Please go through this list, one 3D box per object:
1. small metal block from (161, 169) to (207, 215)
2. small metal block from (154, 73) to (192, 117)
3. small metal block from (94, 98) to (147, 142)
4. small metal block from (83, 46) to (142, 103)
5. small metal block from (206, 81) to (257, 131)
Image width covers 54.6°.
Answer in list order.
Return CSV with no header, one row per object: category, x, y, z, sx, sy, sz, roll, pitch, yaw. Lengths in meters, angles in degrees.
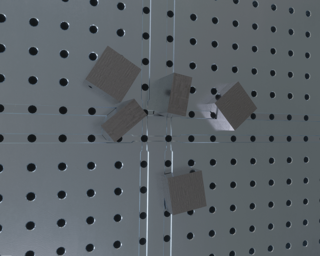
small metal block,0.033,0.086,0.424,0.050,0.025,0.050,-9,93,-20
small metal block,0.016,-0.041,0.405,0.025,0.050,0.050,11,86,-20
small metal block,-0.049,-0.009,0.381,0.050,0.050,0.025,-41,103,-15
small metal block,-0.060,-0.066,0.390,0.050,0.025,0.050,33,79,-17
small metal block,0.104,-0.031,0.451,0.050,0.025,0.050,-42,103,-15
